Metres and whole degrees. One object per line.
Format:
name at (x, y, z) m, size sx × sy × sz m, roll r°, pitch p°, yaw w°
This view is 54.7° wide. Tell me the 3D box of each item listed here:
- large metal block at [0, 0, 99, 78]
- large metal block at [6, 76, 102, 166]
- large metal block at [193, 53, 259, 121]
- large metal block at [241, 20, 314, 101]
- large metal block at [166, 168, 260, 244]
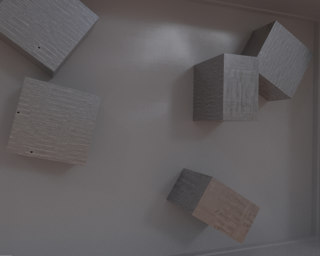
large metal block at (-0.130, -0.116, 0.350) m, size 0.080 × 0.050 × 0.080 m, roll 38°, pitch 78°, yaw -16°
large metal block at (-0.120, -0.006, 0.353) m, size 0.081 × 0.050 × 0.080 m, roll 14°, pitch 85°, yaw -20°
large metal block at (0.085, -0.049, 0.414) m, size 0.050 × 0.080 × 0.079 m, roll 1°, pitch 90°, yaw -20°
large metal block at (0.167, -0.096, 0.461) m, size 0.080 × 0.050 × 0.080 m, roll 32°, pitch 79°, yaw -18°
large metal block at (0.067, 0.099, 0.408) m, size 0.080 × 0.080 × 0.050 m, roll 34°, pitch 79°, yaw -17°
